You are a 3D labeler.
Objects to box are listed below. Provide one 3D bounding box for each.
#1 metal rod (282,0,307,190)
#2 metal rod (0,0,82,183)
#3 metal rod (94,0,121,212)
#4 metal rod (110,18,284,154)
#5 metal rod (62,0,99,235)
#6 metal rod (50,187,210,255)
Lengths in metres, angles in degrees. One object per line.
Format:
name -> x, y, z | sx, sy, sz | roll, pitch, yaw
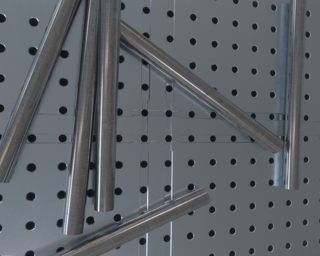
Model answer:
metal rod -> 0.213, -0.054, 0.490 | 0.025, 0.025, 0.298 | 3, 89, -20
metal rod -> -0.133, -0.083, 0.363 | 0.025, 0.025, 0.299 | 21, 83, -19
metal rod -> -0.063, -0.048, 0.373 | 0.025, 0.025, 0.298 | 1, 96, -20
metal rod -> 0.061, -0.051, 0.434 | 0.301, 0.025, 0.025 | 33, 79, -17
metal rod -> -0.091, -0.023, 0.378 | 0.025, 0.025, 0.299 | 6, 88, -20
metal rod -> -0.071, 0.143, 0.386 | 0.302, 0.025, 0.025 | -20, 97, -19
